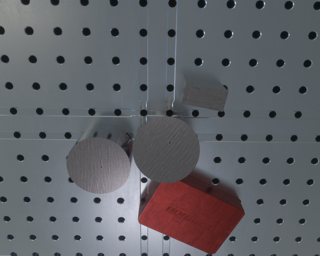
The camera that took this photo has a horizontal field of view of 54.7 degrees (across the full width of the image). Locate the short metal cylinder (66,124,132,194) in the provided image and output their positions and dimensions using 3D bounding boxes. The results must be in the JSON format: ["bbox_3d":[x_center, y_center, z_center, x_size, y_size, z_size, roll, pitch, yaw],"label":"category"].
[{"bbox_3d":[-0.077,0.040,0.414,0.081,0.050,0.079,0,110,0],"label":"short metal cylinder"}]

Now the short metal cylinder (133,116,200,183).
[{"bbox_3d":[0.007,0.028,0.395,0.081,0.050,0.080,0,85,-1],"label":"short metal cylinder"}]

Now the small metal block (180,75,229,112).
[{"bbox_3d":[0.052,-0.044,0.384,0.050,0.050,0.025,11,110,-4],"label":"small metal block"}]

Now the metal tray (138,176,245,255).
[{"bbox_3d":[0.045,0.123,0.456,0.131,0.030,0.090,27,108,-10],"label":"metal tray"}]
